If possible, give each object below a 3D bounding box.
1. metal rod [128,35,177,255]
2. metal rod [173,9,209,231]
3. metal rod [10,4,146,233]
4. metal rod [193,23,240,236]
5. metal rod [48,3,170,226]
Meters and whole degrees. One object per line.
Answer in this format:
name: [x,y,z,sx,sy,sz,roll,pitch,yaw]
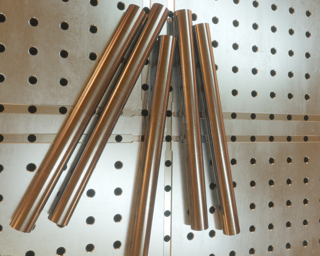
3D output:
metal rod: [-0.010,0.027,0.409,0.025,0.025,0.299,9,87,-20]
metal rod: [0.043,-0.009,0.428,0.025,0.025,0.298,-5,92,-20]
metal rod: [-0.094,-0.019,0.377,0.025,0.025,0.299,29,80,-18]
metal rod: [0.080,0.004,0.441,0.025,0.025,0.298,-11,94,-20]
metal rod: [-0.060,-0.024,0.391,0.025,0.025,0.299,27,81,-18]
